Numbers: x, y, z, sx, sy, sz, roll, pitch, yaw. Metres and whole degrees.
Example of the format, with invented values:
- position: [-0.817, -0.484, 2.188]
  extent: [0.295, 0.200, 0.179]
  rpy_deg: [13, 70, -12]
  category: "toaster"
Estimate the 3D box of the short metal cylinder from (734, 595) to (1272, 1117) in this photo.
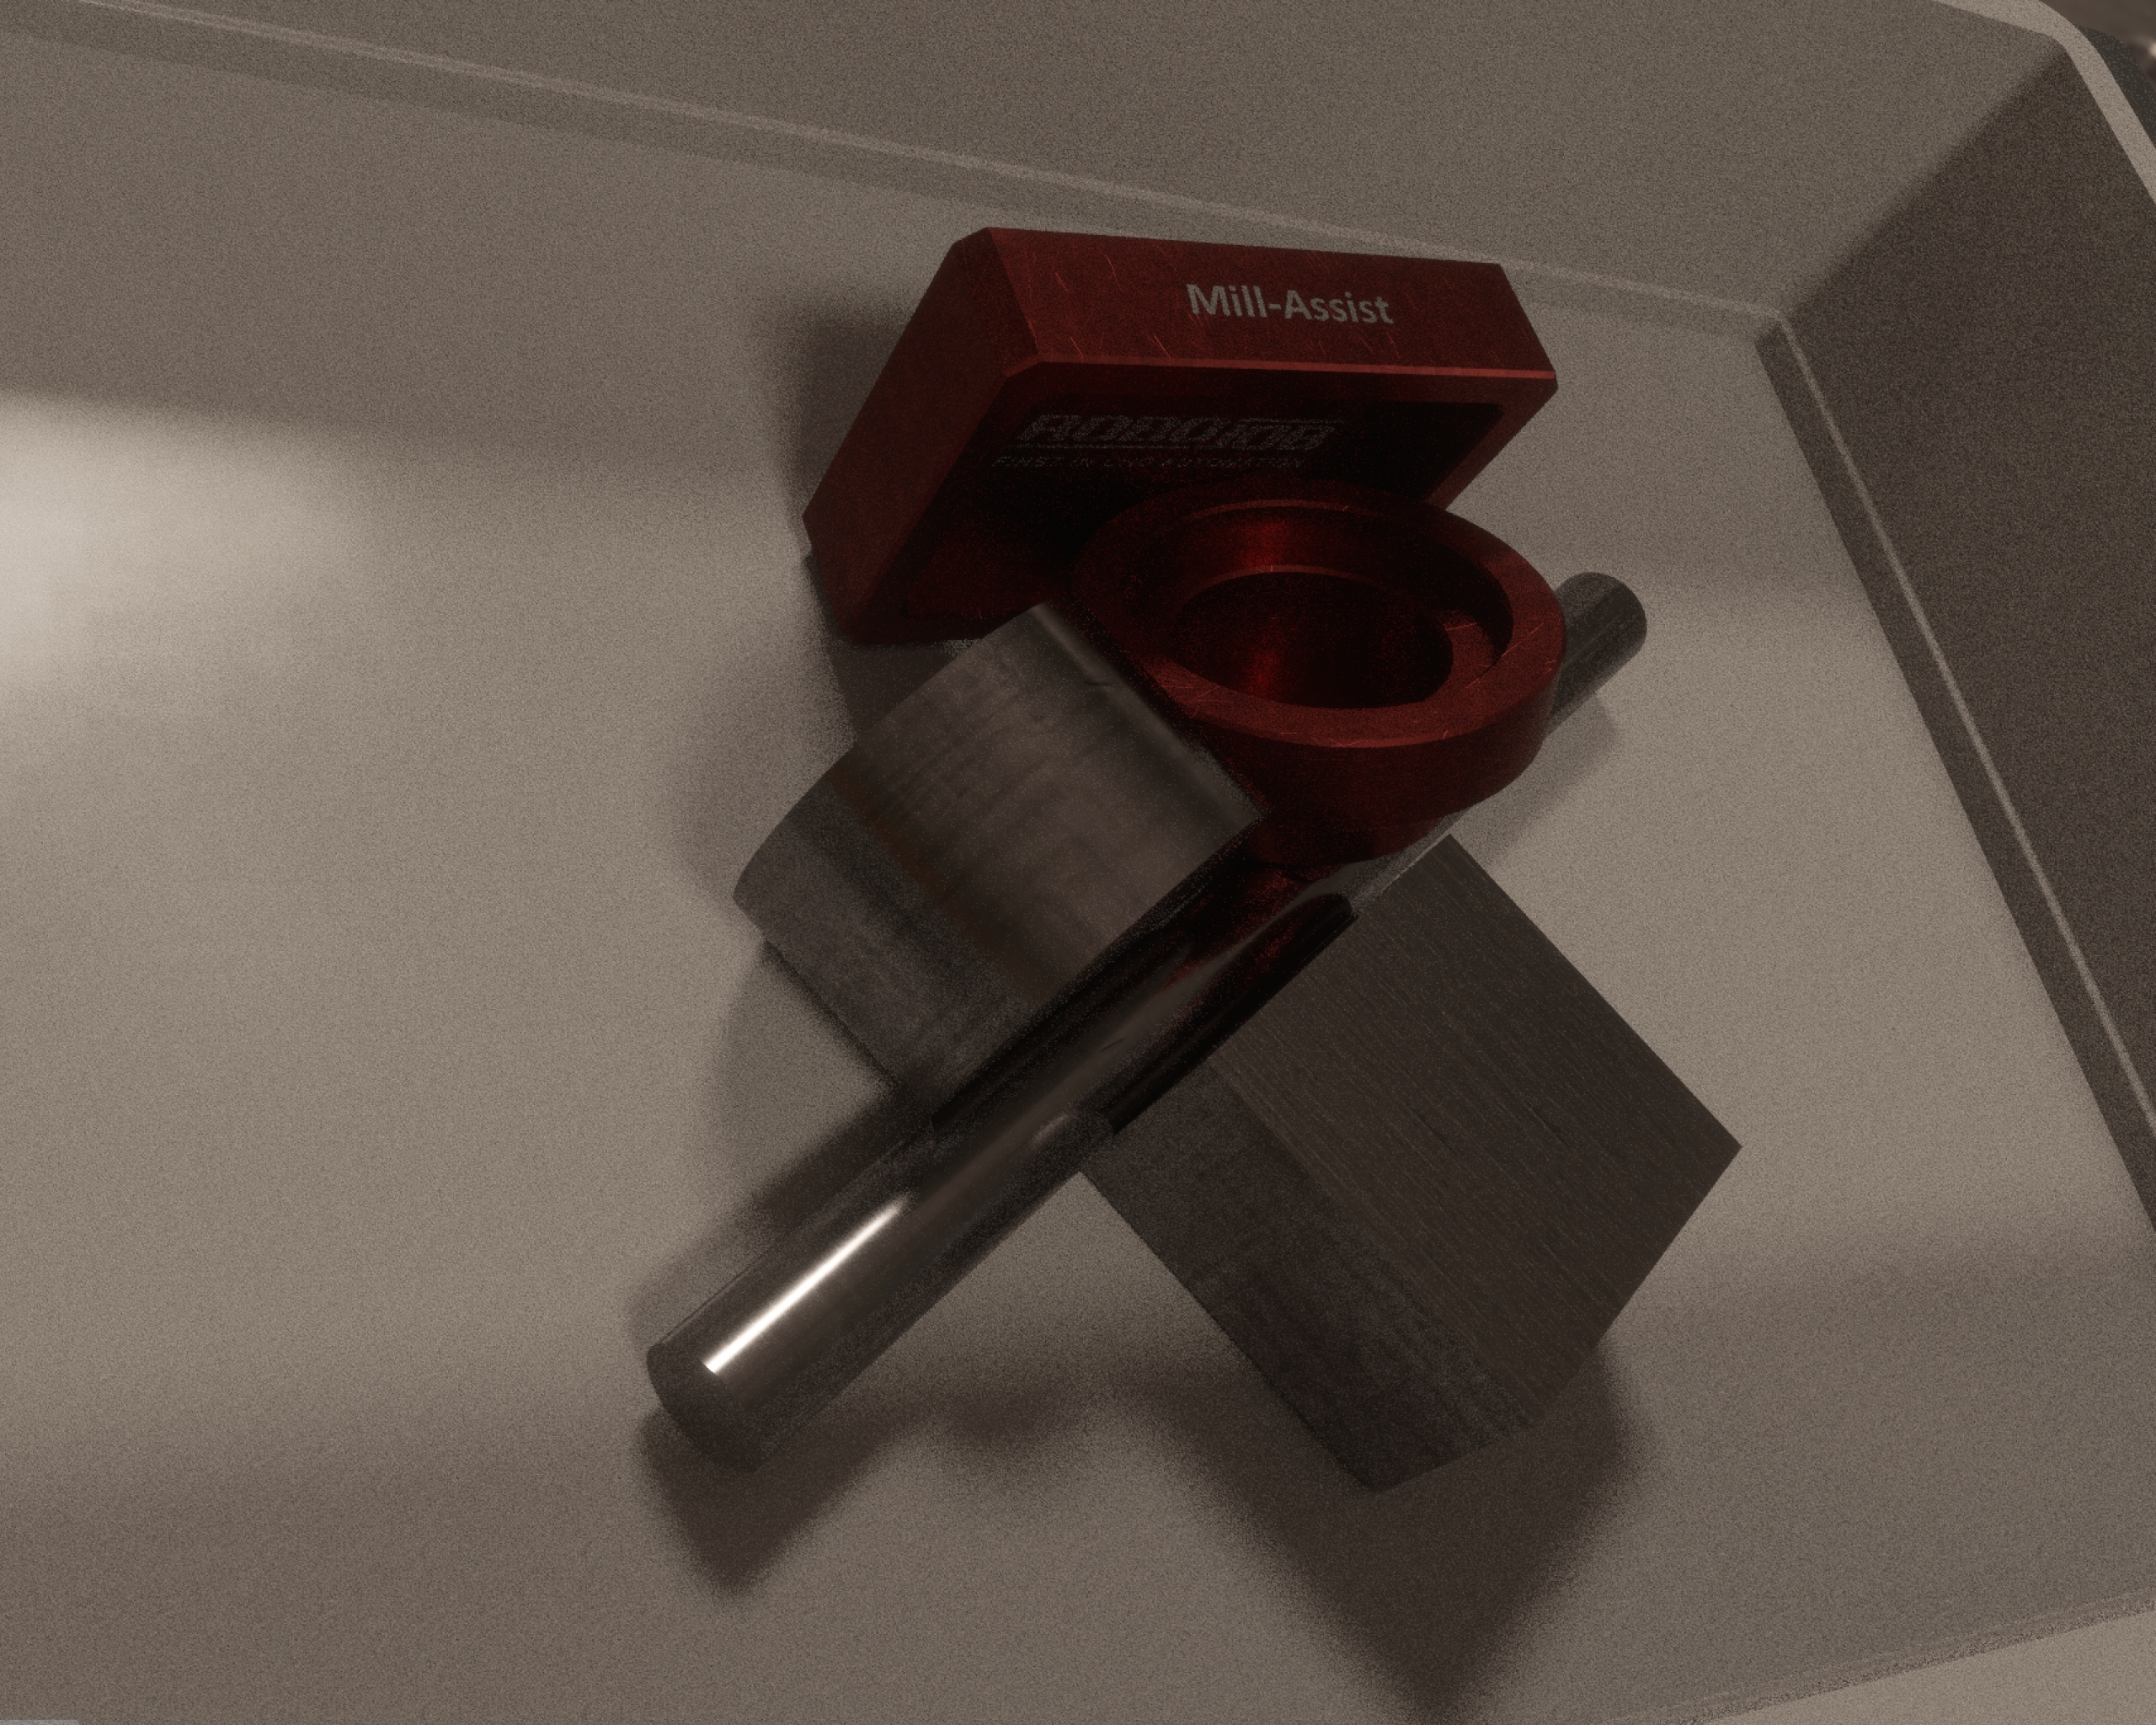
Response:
- position: [-0.012, -0.001, 0.364]
  extent: [0.050, 0.080, 0.080]
  rpy_deg: [48, 51, 4]
  category: "short metal cylinder"

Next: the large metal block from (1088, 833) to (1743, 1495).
- position: [0.062, 0.055, 0.388]
  extent: [0.080, 0.050, 0.080]
  rpy_deg: [48, 51, 5]
  category: "large metal block"

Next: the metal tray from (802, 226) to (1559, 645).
- position: [0.021, -0.083, 0.424]
  extent: [0.131, 0.090, 0.030]
  rpy_deg: [-7, 65, -32]
  category: "metal tray"

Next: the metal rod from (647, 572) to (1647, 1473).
- position: [0.035, 0.012, 0.417]
  extent: [0.025, 0.025, 0.302]
  rpy_deg: [48, 51, 5]
  category: "metal rod"

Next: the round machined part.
- position: [0.046, -0.036, 0.424]
  extent: [0.099, 0.042, 0.098]
  rpy_deg: [3, 39, -2]
  category: "round machined part"
